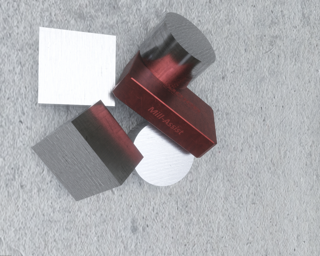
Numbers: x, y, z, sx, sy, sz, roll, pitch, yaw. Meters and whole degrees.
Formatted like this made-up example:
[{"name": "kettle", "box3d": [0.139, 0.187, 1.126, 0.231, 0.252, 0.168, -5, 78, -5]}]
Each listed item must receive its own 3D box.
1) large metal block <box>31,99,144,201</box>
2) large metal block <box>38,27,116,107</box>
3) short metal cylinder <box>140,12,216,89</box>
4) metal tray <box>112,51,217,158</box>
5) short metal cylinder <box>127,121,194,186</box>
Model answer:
[{"name": "large metal block", "box3d": [-0.080, 0.027, 0.344, 0.080, 0.080, 0.050, 55, 38, -12]}, {"name": "large metal block", "box3d": [-0.097, -0.065, 0.359, 0.081, 0.050, 0.080, 1, 90, -20]}, {"name": "short metal cylinder", "box3d": [0.022, -0.095, 0.384, 0.080, 0.050, 0.080, 28, 41, -27]}, {"name": "metal tray", "box3d": [0.011, -0.031, 0.381, 0.130, 0.090, 0.030, 37, 118, -16]}, {"name": "short metal cylinder", "box3d": [-0.003, 0.030, 0.397, 0.081, 0.050, 0.080, 0, 90, -20]}]
